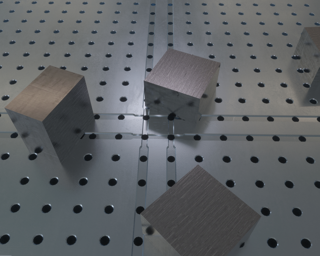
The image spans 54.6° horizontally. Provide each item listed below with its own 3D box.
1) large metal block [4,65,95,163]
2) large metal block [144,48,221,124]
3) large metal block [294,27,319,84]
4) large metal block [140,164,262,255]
[{"bbox_3d":[-0.130,-0.017,0.386,0.050,0.080,0.080,19,53,15],"label":"large metal block"},{"bbox_3d":[0.032,-0.062,0.444,0.080,0.050,0.080,20,53,16],"label":"large metal block"},{"bbox_3d":[0.273,-0.117,0.491,0.080,0.050,0.080,-3,50,-2],"label":"large metal block"},{"bbox_3d":[0.038,0.097,0.310,0.080,0.050,0.080,-36,59,-26],"label":"large metal block"}]
